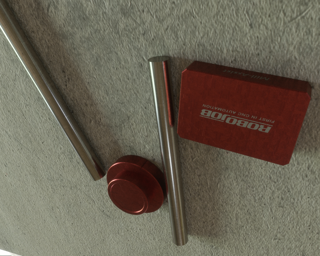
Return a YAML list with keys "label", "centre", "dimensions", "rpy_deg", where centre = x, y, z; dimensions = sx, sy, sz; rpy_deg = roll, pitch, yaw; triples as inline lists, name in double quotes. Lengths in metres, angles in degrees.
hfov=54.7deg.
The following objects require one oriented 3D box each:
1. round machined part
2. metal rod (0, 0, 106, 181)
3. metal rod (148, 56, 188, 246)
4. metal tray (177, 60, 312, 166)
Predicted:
- label: "round machined part"
  centre: [-0.040, 0.093, 0.473]
  dimensions: [0.098, 0.042, 0.097]
  rpy_deg: [13, 124, 20]
- label: "metal rod"
  centre: [-0.161, -0.049, 0.459]
  dimensions: [0.025, 0.025, 0.299]
  rpy_deg: [-14, 112, 33]
- label: "metal rod"
  centre: [0.016, 0.050, 0.428]
  dimensions: [0.025, 0.025, 0.298]
  rpy_deg: [7, 122, 24]
- label: "metal tray"
  centre: [0.088, -0.018, 0.346]
  dimensions: [0.130, 0.030, 0.089]
  rpy_deg: [15, 125, 19]
